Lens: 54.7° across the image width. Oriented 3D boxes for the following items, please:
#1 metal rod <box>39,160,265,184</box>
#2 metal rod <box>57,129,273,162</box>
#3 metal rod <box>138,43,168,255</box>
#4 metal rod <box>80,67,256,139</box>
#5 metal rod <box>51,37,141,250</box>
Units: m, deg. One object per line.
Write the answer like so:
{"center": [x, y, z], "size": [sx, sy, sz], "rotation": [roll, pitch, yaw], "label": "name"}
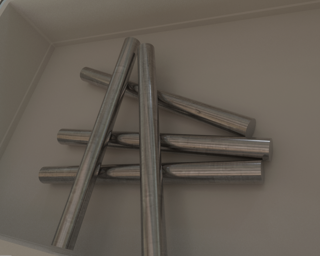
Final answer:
{"center": [-0.030, 0.057, 0.383], "size": [0.301, 0.025, 0.025], "rotation": [-5, 60, 25], "label": "metal rod"}
{"center": [-0.015, 0.018, 0.399], "size": [0.300, 0.025, 0.025], "rotation": [2, 63, 28], "label": "metal rod"}
{"center": [-0.012, 0.011, 0.370], "size": [0.025, 0.025, 0.299], "rotation": [-16, 55, 19], "label": "metal rod"}
{"center": [-0.011, -0.045, 0.435], "size": [0.300, 0.025, 0.025], "rotation": [22, 74, 35], "label": "metal rod"}
{"center": [-0.075, 0.002, 0.408], "size": [0.025, 0.025, 0.300], "rotation": [0, 62, 28], "label": "metal rod"}
